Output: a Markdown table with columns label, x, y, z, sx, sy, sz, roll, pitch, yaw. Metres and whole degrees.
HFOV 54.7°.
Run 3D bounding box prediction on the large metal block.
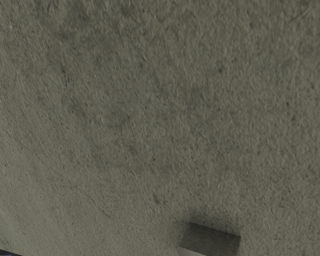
| label | x | y | z | sx | sy | sz | roll | pitch | yaw |
| --- | --- | --- | --- | --- | --- | --- | --- | --- | --- |
| large metal block | 0.076 | 0.201 | 0.474 | 0.080 | 0.050 | 0.079 | 10 | 123 | 22 |
